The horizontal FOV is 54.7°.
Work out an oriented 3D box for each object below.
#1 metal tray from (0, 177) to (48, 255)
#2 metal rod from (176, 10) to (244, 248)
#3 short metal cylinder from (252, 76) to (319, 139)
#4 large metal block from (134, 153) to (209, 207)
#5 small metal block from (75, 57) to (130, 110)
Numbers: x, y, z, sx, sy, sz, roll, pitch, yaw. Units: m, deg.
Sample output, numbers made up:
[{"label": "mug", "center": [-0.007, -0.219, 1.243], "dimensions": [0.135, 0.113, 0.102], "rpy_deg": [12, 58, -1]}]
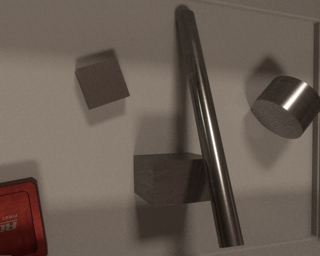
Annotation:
[{"label": "metal tray", "center": [-0.197, 0.111, 0.335], "dimensions": [0.131, 0.030, 0.089], "rpy_deg": [-9, 93, -20]}, {"label": "metal rod", "center": [0.054, -0.017, 0.369], "dimensions": [0.025, 0.025, 0.299], "rpy_deg": [1, 66, -20]}, {"label": "short metal cylinder", "center": [0.183, -0.029, 0.451], "dimensions": [0.080, 0.080, 0.050], "rpy_deg": [46, 76, -15]}, {"label": "large metal block", "center": [0.017, 0.061, 0.389], "dimensions": [0.081, 0.080, 0.050], "rpy_deg": [-1, 91, -20]}, {"label": "small metal block", "center": [-0.071, -0.055, 0.385], "dimensions": [0.050, 0.025, 0.050], "rpy_deg": [-21, 98, -19]}]
